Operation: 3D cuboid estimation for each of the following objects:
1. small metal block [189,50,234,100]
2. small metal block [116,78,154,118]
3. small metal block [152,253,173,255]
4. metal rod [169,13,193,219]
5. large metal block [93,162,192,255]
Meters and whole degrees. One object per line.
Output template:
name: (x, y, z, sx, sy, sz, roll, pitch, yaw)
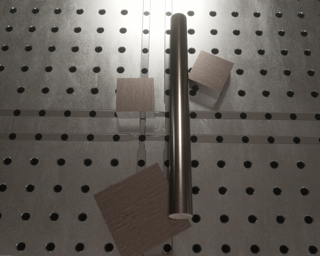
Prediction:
small metal block: (0.071, -0.075, 0.440, 0.050, 0.025, 0.050, 24, 72, 8)
small metal block: (-0.033, -0.041, 0.426, 0.050, 0.025, 0.050, -1, 70, -1)
small metal block: (-0.006, 0.172, 0.349, 0.050, 0.025, 0.050, -9, 70, -4)
metal rod: (0.025, -0.037, 0.397, 0.025, 0.025, 0.299, 1, 59, 0)
large metal block: (-0.020, 0.099, 0.362, 0.080, 0.050, 0.080, -26, 72, -10)
